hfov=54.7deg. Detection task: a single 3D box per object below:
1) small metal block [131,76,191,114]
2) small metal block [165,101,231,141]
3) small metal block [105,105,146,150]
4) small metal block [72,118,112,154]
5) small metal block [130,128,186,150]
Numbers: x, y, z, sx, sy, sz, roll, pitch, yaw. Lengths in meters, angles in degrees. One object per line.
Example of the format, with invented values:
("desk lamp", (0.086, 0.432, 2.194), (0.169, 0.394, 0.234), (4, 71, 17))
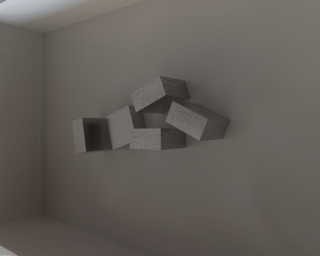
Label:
("small metal block", (0.001, -0.040, 0.388), (0.050, 0.050, 0.025), (-27, 73, 36))
("small metal block", (0.044, -0.008, 0.353), (0.050, 0.050, 0.025), (31, 109, 35))
("small metal block", (-0.048, 0.000, 0.444), (0.050, 0.025, 0.050), (-23, 76, 37))
("small metal block", (-0.103, 0.012, 0.472), (0.025, 0.050, 0.050), (-14, 81, 39))
("small metal block", (-0.002, 0.013, 0.391), (0.050, 0.050, 0.025), (-1, 90, 39))
